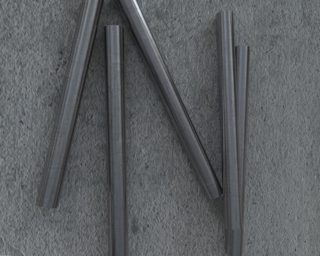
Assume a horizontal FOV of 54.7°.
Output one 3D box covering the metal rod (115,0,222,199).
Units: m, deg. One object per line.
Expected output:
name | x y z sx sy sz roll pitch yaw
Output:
metal rod | 0.015 -0.040 0.414 0.025 0.025 0.299 -28 99 -18

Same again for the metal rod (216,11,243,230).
metal rod | 0.096 -0.014 0.432 0.025 0.025 0.298 0 86 -20

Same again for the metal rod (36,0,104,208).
metal rod | -0.102 -0.056 0.371 0.025 0.025 0.298 13 86 -20

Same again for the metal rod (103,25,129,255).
metal rod | -0.055 0.024 0.388 0.025 0.025 0.298 -1 91 -20

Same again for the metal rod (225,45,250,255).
metal rod | 0.113 0.032 0.450 0.025 0.025 0.298 3 89 -20
